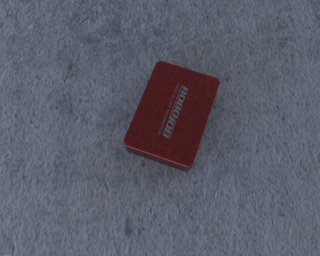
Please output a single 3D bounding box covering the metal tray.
[{"bbox_3d":[0.017,-0.018,0.412,0.090,0.030,0.130,19,71,6],"label":"metal tray"}]
